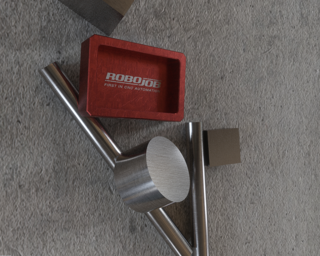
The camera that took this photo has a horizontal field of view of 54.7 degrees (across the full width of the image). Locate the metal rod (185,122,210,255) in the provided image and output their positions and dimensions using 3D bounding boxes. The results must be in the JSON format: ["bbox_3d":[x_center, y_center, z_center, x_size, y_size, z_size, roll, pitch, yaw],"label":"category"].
[{"bbox_3d":[0.055,0.141,0.430,0.025,0.025,0.298,-4,91,-20],"label":"metal rod"}]

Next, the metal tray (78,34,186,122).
[{"bbox_3d":[-0.030,-0.055,0.380,0.131,0.030,0.089,3,89,-33],"label":"metal tray"}]

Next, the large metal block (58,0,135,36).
[{"bbox_3d":[-0.071,-0.159,0.354,0.080,0.080,0.050,33,79,-18],"label":"large metal block"}]

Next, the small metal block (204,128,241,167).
[{"bbox_3d":[0.085,0.026,0.442,0.050,0.025,0.050,-4,92,-20],"label":"small metal block"}]

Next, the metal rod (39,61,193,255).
[{"bbox_3d":[-0.048,0.050,0.392,0.025,0.025,0.299,-38,102,-16],"label":"metal rod"}]

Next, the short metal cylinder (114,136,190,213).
[{"bbox_3d":[-0.008,0.056,0.372,0.080,0.050,0.080,35,41,-38],"label":"short metal cylinder"}]
